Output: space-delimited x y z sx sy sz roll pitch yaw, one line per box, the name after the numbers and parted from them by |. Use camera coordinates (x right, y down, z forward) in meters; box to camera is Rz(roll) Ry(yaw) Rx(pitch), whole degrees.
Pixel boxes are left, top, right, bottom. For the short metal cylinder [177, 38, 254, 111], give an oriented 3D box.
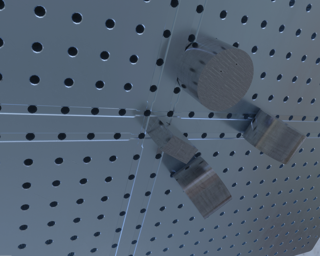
0.069 -0.068 0.391 0.081 0.050 0.079 -14 124 -21 | short metal cylinder

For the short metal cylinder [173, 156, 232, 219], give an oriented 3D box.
0.062 0.089 0.465 0.050 0.080 0.080 -36 129 -5 | short metal cylinder

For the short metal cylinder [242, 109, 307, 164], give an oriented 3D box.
0.176 0.012 0.480 0.080 0.080 0.050 20 108 -36 | short metal cylinder

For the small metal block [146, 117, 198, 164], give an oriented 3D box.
0.016 0.016 0.414 0.050 0.050 0.025 31 101 -38 | small metal block
